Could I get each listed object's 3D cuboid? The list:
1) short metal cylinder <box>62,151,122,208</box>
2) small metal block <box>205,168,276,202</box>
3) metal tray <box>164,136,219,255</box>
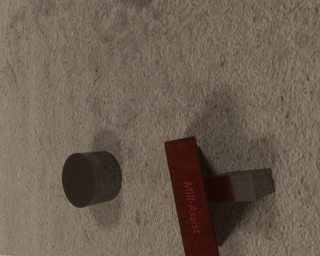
[{"bbox_3d":[-0.104,0.076,0.472,0.080,0.050,0.079,0,90,39],"label":"short metal cylinder"},{"bbox_3d":[0.083,0.058,0.319,0.050,0.050,0.025,-13,82,39],"label":"small metal block"},{"bbox_3d":[0.036,0.078,0.329,0.030,0.090,0.129,-12,81,6],"label":"metal tray"}]
